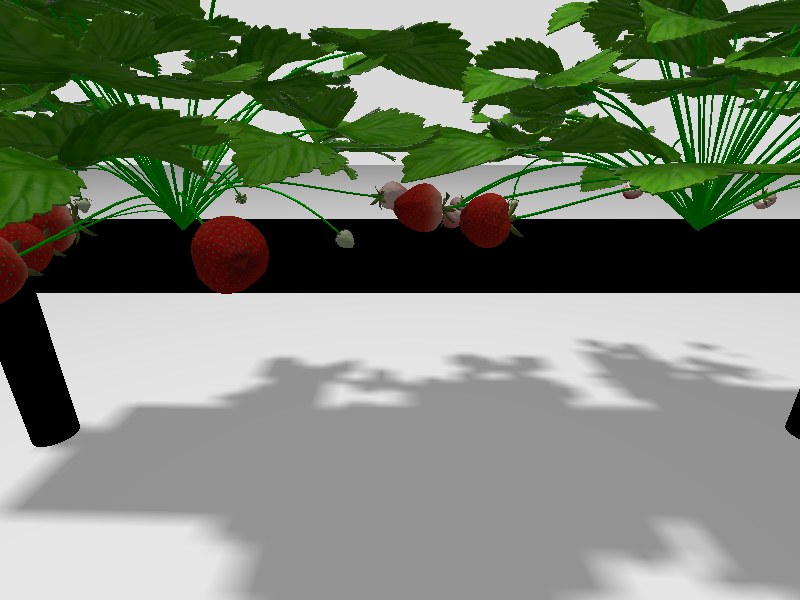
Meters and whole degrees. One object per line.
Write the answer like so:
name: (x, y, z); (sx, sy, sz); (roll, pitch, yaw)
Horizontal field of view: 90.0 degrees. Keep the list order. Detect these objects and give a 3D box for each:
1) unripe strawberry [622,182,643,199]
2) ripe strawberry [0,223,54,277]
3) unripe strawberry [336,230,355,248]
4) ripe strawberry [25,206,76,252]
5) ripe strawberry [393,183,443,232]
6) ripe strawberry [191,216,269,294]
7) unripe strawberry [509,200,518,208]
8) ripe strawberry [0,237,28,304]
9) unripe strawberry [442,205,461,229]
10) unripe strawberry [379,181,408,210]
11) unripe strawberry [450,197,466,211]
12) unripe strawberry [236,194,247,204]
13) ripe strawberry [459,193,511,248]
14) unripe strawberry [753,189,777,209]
unripe strawberry: (0.331, -0.154, 0.570); (0.027, 0.024, 0.024); (6, -26, 15)
ripe strawberry: (-0.207, -0.026, 0.213); (0.029, 0.031, 0.031); (2, 21, 7)
unripe strawberry: (-0.038, -0.042, 0.281); (0.013, 0.013, 0.012); (40, 31, 9)
ripe strawberry: (-0.239, -0.048, 0.262); (0.037, 0.039, 0.041); (11, 23, 27)
ripe strawberry: (0.015, -0.078, 0.343); (0.042, 0.041, 0.039); (-1, 20, 0)
ripe strawberry: (-0.079, -0.021, 0.191); (0.035, 0.037, 0.038); (-13, 24, -32)
unripe strawberry: (0.133, -0.112, 0.469); (0.011, 0.011, 0.010); (-19, 27, -41)
ripe strawberry: (-0.183, -0.011, 0.170); (0.032, 0.034, 0.035); (-1, 21, -2)
unripe strawberry: (0.046, -0.073, 0.353); (0.020, 0.019, 0.018); (30, 18, -9)
unripe strawberry: (-0.006, -0.120, 0.461); (0.037, 0.032, 0.037); (-12, 23, -32)
unripe strawberry: (0.062, -0.102, 0.438); (0.019, 0.019, 0.018); (-30, 3, 32)
unripe strawberry: (-0.209, -0.134, 0.530); (0.013, 0.014, 0.014); (-2, 8, -5)
ripe strawberry: (0.058, -0.055, 0.278); (0.035, 0.037, 0.033); (-7, 21, -18)
unripe strawberry: (0.431, -0.119, 0.472); (0.022, 0.023, 0.021); (5, 12, -41)
